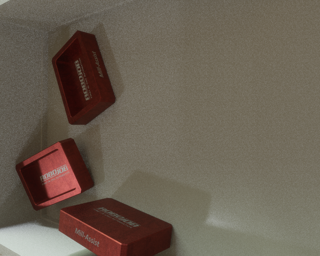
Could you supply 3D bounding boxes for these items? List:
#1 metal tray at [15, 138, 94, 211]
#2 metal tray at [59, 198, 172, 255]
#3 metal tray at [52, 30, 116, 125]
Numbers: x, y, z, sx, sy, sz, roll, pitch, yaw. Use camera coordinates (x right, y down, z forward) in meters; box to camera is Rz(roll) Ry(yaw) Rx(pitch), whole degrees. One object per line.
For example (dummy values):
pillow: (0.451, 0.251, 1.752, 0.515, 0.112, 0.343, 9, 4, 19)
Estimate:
metal tray: (-0.183, 0.081, 0.531, 0.130, 0.030, 0.090, -25, 89, 30)
metal tray: (-0.061, 0.133, 0.414, 0.130, 0.091, 0.030, 11, 97, 39)
metal tray: (-0.129, -0.081, 0.509, 0.090, 0.030, 0.130, -32, 70, 35)
